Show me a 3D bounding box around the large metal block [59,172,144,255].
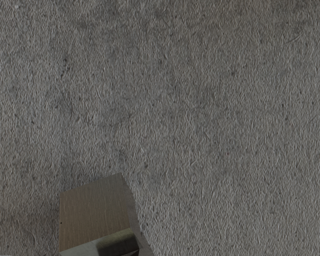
[{"bbox_3d":[-0.072,0.111,0.375,0.080,0.080,0.050,-19,132,0],"label":"large metal block"}]

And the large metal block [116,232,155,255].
[{"bbox_3d":[-0.028,0.189,0.382,0.050,0.080,0.080,-27,90,0],"label":"large metal block"}]
